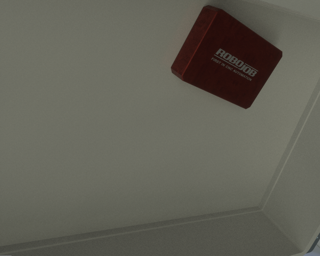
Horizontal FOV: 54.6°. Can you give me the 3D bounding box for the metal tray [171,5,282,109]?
[{"bbox_3d":[0.089,-0.086,0.400,0.131,0.030,0.090,18,109,-35],"label":"metal tray"}]
